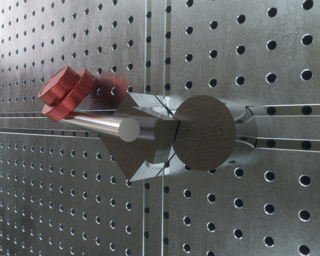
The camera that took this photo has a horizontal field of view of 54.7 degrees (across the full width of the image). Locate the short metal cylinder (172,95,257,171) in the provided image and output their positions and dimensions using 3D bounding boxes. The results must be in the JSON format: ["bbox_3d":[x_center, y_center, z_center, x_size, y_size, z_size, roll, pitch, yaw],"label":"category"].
[{"bbox_3d":[0.058,0.005,0.343,0.080,0.050,0.079,0,90,39],"label":"short metal cylinder"}]

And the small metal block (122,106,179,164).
[{"bbox_3d":[-0.012,0.007,0.349,0.050,0.025,0.050,24,105,37],"label":"small metal block"}]

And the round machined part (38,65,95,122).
[{"bbox_3d":[-0.152,-0.060,0.485,0.098,0.042,0.098,-33,31,23],"label":"round machined part"}]

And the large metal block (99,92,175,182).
[{"bbox_3d":[-0.024,0.011,0.408,0.080,0.050,0.080,51,120,27],"label":"large metal block"}]

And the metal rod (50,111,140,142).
[{"bbox_3d":[-0.114,-0.012,0.444,0.300,0.025,0.025,10,96,56],"label":"metal rod"}]
